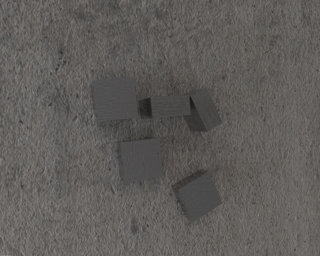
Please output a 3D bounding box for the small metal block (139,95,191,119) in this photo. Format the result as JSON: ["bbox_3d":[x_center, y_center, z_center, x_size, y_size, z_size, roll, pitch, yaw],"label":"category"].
[{"bbox_3d":[0.005,-0.026,0.397,0.050,0.050,0.025,-6,92,-20],"label":"small metal block"}]

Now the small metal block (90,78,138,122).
[{"bbox_3d":[-0.057,-0.035,0.388,0.050,0.025,0.050,-7,93,-20],"label":"small metal block"}]

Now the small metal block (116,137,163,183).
[{"bbox_3d":[-0.026,0.040,0.399,0.050,0.025,0.050,-6,92,-20],"label":"small metal block"}]

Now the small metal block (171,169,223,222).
[{"bbox_3d":[0.051,0.092,0.428,0.050,0.025,0.050,-27,99,-18],"label":"small metal block"}]

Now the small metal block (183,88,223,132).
[{"bbox_3d":[0.051,-0.023,0.414,0.025,0.050,0.050,-30,100,-17],"label":"small metal block"}]
